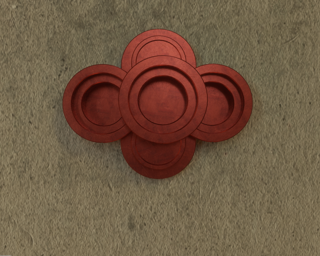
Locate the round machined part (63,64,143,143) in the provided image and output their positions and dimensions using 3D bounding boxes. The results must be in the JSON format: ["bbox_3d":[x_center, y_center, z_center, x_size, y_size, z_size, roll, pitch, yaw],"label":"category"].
[{"bbox_3d":[-0.071,-0.030,0.402,0.099,0.042,0.097,0,90,-1],"label":"round machined part"}]

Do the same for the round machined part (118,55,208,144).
[{"bbox_3d":[0.003,-0.031,0.360,0.099,0.042,0.097,0,90,-1],"label":"round machined part"}]

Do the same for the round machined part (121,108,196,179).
[{"bbox_3d":[-0.002,0.018,0.402,0.099,0.042,0.097,0,90,-1],"label":"round machined part"}]

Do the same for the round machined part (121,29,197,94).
[{"bbox_3d":[-0.001,-0.081,0.402,0.099,0.042,0.097,0,90,-1],"label":"round machined part"}]

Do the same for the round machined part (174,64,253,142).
[{"bbox_3d":[0.066,-0.031,0.403,0.099,0.042,0.097,0,90,-1],"label":"round machined part"}]
